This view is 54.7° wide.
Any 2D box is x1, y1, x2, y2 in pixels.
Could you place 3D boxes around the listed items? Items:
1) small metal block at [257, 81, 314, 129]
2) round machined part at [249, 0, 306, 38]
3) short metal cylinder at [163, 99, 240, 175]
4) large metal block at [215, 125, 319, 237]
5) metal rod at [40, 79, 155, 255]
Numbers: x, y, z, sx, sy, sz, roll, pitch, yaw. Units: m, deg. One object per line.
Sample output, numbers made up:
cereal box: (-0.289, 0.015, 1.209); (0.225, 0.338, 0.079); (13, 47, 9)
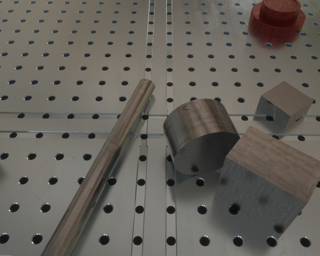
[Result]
small metal block: (0.176, -0.034, 0.437); (0.050, 0.025, 0.050); (-30, 56, -23)
round machined part: (0.221, -0.215, 0.578); (0.099, 0.042, 0.098); (0, 50, 0)
short metal cylinder: (0.048, 0.012, 0.362); (0.081, 0.080, 0.050); (-10, 51, -9)
large metal block: (0.110, 0.056, 0.325); (0.080, 0.080, 0.050); (31, 57, 23)
metal rod: (-0.067, 0.045, 0.368); (0.025, 0.025, 0.301); (15, 51, 12)
